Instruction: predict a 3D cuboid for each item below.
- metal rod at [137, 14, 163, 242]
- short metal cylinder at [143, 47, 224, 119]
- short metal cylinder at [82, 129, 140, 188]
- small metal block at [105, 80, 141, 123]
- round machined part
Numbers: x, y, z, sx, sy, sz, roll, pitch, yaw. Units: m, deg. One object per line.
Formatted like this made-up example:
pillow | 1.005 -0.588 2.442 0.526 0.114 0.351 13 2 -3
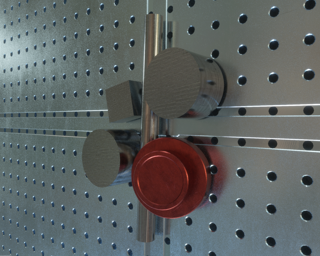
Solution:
metal rod | -0.014 0.001 0.415 0.025 0.025 0.298 4 92 40
short metal cylinder | 0.027 -0.050 0.365 0.080 0.050 0.079 0 90 40
short metal cylinder | -0.066 0.041 0.442 0.080 0.050 0.079 0 90 40
small metal block | -0.050 -0.037 0.445 0.050 0.025 0.050 -14 81 39
round machined part | 0.008 0.060 0.371 0.098 0.042 0.097 0 89 24
